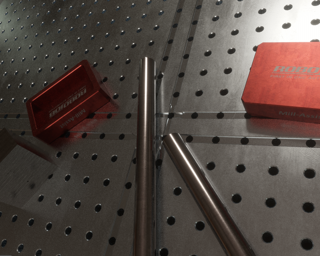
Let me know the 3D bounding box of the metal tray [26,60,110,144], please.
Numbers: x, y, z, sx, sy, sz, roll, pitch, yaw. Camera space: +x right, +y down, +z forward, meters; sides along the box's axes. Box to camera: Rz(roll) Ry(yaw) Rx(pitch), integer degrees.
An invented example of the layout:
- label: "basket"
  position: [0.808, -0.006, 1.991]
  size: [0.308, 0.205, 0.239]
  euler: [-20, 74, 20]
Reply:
- label: "metal tray"
  position: [-0.154, -0.045, 0.510]
  size: [0.130, 0.030, 0.090]
  euler: [-35, 52, 4]

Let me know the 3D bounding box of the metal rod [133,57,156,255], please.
- label: "metal rod"
  position: [-0.018, 0.027, 0.399]
  size: [0.025, 0.025, 0.299]
  euler: [-14, 56, 20]

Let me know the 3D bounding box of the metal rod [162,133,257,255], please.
- label: "metal rod"
  position: [0.074, 0.116, 0.297]
  size: [0.025, 0.025, 0.300]
  euler: [-35, 52, 5]

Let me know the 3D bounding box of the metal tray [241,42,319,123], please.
- label: "metal tray"
  position: [0.169, -0.053, 0.349]
  size: [0.130, 0.030, 0.090]
  euler: [9, 66, 31]

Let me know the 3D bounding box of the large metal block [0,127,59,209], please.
- label: "large metal block"
  position: [-0.212, 0.059, 0.445]
  size: [0.050, 0.080, 0.080]
  euler: [35, 81, 38]
